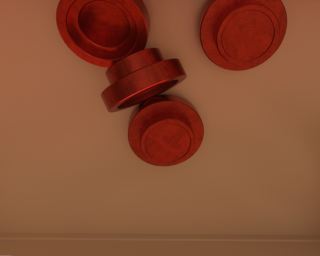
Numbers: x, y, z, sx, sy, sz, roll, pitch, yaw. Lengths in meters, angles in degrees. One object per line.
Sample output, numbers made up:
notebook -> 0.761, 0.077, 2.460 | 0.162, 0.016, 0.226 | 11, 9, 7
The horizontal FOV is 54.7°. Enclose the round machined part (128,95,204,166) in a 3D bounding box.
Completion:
round machined part -> 0.008, 0.010, 0.399 | 0.099, 0.042, 0.097 | -2, 118, -4

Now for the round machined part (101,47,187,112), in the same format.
round machined part -> -0.023, -0.057, 0.354 | 0.098, 0.098, 0.042 | -25, 89, 9

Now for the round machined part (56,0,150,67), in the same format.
round machined part -> -0.059, -0.119, 0.344 | 0.099, 0.042, 0.097 | 5, 137, 5

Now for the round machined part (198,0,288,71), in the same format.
round machined part -> 0.095, -0.110, 0.351 | 0.099, 0.042, 0.097 | -1, 124, -1
